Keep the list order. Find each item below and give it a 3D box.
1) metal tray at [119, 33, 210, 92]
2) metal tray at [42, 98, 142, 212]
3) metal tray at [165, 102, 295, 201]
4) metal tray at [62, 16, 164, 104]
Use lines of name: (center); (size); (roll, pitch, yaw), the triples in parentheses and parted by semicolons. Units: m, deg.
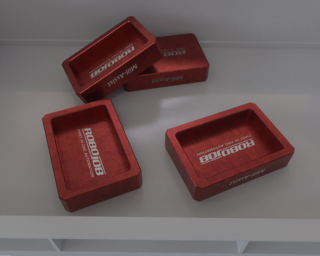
metal tray: (0.002, -0.106, 0.491); (0.131, 0.030, 0.090); (-9, 51, -8)
metal tray: (-0.085, 0.026, 0.378); (0.091, 0.030, 0.130); (-17, 52, -14)
metal tray: (0.082, 0.024, 0.381); (0.131, 0.030, 0.090); (-18, 52, -15)
metal tray: (-0.071, -0.099, 0.449); (0.130, 0.030, 0.090); (-35, 50, -1)
